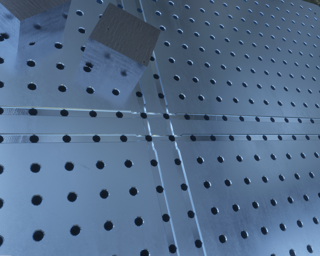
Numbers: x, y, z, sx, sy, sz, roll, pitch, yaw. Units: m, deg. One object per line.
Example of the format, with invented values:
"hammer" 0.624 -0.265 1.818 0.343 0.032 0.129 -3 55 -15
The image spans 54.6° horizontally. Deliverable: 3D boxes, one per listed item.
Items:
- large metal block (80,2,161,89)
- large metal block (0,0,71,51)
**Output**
"large metal block" -0.053 -0.114 0.433 0.080 0.050 0.080 25 53 -13
"large metal block" -0.175 -0.158 0.394 0.080 0.050 0.080 43 51 1
